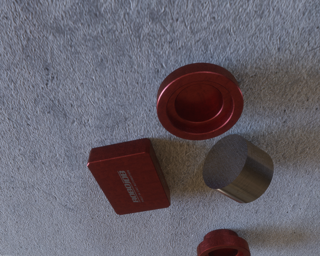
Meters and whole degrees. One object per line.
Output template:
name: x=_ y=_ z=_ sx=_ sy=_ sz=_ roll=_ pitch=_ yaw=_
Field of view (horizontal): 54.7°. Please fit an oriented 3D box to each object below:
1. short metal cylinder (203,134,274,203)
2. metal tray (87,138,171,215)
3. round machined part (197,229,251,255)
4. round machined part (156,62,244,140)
short metal cylinder: x=0.104 y=0.055 z=0.420 sx=0.050 sy=0.080 sz=0.080 roll=31 pitch=123 yaw=-24
metal tray: x=-0.042 y=0.078 z=0.470 sx=0.090 sy=0.030 sz=0.129 roll=-12 pitch=130 yaw=9
round machined part: x=0.120 y=0.230 z=0.594 sx=0.099 sy=0.042 sz=0.097 roll=-1 pitch=130 yaw=0
round machined part: x=0.045 y=-0.035 z=0.367 sx=0.099 sy=0.042 sz=0.097 roll=-1 pitch=130 yaw=0
